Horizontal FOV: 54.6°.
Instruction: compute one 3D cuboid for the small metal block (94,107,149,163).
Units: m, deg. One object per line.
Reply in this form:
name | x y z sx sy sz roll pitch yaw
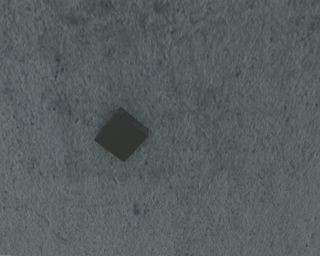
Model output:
small metal block | -0.050 0.009 0.413 0.050 0.025 0.050 39 105 -13
